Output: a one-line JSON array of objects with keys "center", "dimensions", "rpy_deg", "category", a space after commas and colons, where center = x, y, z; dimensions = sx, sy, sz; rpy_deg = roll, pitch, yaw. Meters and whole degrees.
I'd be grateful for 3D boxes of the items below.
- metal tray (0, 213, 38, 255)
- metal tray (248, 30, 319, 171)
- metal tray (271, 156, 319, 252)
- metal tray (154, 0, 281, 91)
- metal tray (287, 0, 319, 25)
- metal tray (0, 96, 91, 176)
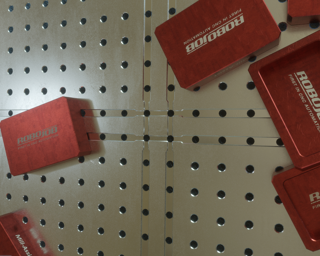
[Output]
[{"center": [-0.244, 0.216, 0.497], "dimensions": [0.090, 0.030, 0.130], "rpy_deg": [-42, 77, 15], "category": "metal tray"}, {"center": [0.164, -0.030, 0.334], "dimensions": [0.090, 0.030, 0.130], "rpy_deg": [-26, 67, 18], "category": "metal tray"}, {"center": [0.202, 0.067, 0.338], "dimensions": [0.130, 0.030, 0.090], "rpy_deg": [-28, 81, 17], "category": "metal tray"}, {"center": [0.069, -0.115, 0.386], "dimensions": [0.130, 0.030, 0.090], "rpy_deg": [-27, 81, 18], "category": "metal tray"}, {"center": [0.209, -0.167, 0.336], "dimensions": [0.130, 0.030, 0.090], "rpy_deg": [1, 90, 20], "category": "metal tray"}, {"center": [-0.177, 0.014, 0.473], "dimensions": [0.130, 0.030, 0.090], "rpy_deg": [-18, 84, 19], "category": "metal tray"}]
